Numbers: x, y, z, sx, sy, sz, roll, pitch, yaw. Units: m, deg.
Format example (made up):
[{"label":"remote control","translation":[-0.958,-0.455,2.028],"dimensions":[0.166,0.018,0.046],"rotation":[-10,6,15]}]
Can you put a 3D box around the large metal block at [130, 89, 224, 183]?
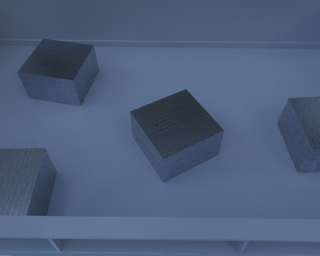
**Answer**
[{"label":"large metal block","translation":[0.019,0.007,0.383],"dimensions":[0.081,0.050,0.080],"rotation":[-24,54,-19]}]

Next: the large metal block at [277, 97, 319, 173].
[{"label":"large metal block","translation":[0.204,0.007,0.384],"dimensions":[0.081,0.050,0.080],"rotation":[-3,50,-3]}]

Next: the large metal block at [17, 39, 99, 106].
[{"label":"large metal block","translation":[-0.145,-0.083,0.458],"dimensions":[0.080,0.050,0.080],"rotation":[9,51,7]}]

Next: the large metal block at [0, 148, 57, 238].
[{"label":"large metal block","translation":[-0.165,0.069,0.330],"dimensions":[0.081,0.050,0.080],"rotation":[-1,50,-1]}]
